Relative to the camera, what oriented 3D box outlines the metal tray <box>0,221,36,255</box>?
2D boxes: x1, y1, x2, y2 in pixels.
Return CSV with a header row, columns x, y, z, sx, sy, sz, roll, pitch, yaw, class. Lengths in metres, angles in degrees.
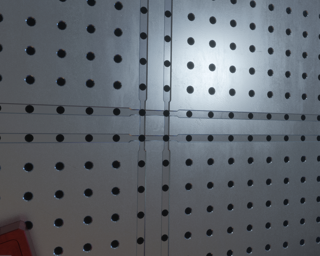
x,y,z,sx,sy,sz,roll,pitch,yaw,class
-0.203,0.168,0.335,0.131,0.030,0.089,-16,96,-20,metal tray
